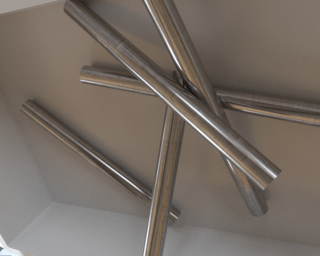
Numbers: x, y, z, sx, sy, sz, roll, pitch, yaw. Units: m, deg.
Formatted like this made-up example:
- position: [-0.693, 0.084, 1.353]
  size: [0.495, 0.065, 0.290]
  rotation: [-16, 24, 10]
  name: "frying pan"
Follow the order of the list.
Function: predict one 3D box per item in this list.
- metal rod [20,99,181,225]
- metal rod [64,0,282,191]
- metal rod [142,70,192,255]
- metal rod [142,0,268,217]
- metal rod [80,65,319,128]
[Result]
- position: [-0.096, 0.053, 0.491]
  size: [0.300, 0.025, 0.025]
  rotation: [36, 129, 3]
  name: "metal rod"
- position: [-0.003, -0.050, 0.324]
  size: [0.300, 0.025, 0.025]
  rotation: [43, 131, 20]
  name: "metal rod"
- position: [0.003, 0.083, 0.369]
  size: [0.025, 0.025, 0.298]
  rotation: [14, 103, 20]
  name: "metal rod"
- position: [0.061, -0.009, 0.340]
  size: [0.025, 0.025, 0.299]
  rotation: [-12, 122, 33]
  name: "metal rod"
- position: [0.037, -0.041, 0.363]
  size: [0.301, 0.025, 0.025]
  rotation: [13, 124, 21]
  name: "metal rod"
